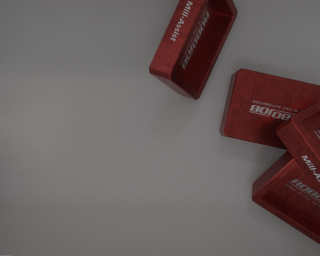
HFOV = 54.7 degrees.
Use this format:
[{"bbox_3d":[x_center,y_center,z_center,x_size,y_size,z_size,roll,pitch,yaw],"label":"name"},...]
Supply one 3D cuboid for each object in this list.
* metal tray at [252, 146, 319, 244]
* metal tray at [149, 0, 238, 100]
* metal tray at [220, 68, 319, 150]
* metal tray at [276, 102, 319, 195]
[{"bbox_3d":[0.195,0.090,0.387,0.130,0.030,0.089,33,124,0],"label":"metal tray"},{"bbox_3d":[0.045,-0.108,0.377,0.030,0.090,0.129,24,90,30],"label":"metal tray"},{"bbox_3d":[0.154,-0.020,0.410,0.131,0.030,0.089,12,90,0],"label":"metal tray"},{"bbox_3d":[0.203,0.033,0.345,0.091,0.030,0.130,-23,74,-26],"label":"metal tray"}]
